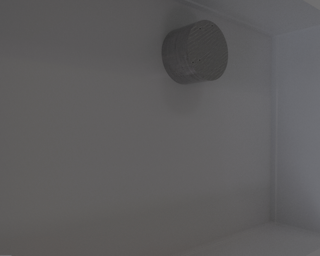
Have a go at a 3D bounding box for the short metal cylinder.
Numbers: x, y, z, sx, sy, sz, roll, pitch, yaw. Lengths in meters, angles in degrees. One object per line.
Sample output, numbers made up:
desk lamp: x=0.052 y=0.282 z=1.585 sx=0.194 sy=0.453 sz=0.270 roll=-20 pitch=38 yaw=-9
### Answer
short metal cylinder: x=0.049 y=-0.103 z=0.430 sx=0.081 sy=0.050 sz=0.080 roll=0 pitch=90 yaw=-40
